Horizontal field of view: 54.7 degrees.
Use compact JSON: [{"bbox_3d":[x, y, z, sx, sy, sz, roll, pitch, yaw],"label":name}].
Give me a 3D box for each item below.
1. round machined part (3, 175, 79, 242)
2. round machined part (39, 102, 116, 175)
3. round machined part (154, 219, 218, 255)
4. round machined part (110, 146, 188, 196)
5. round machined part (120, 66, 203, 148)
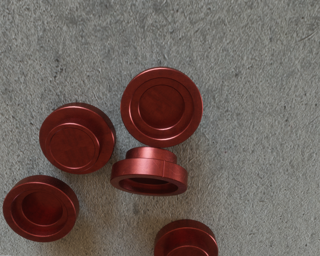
[{"bbox_3d":[-0.163,0.109,0.439,0.099,0.042,0.097,0,110,0],"label":"round machined part"},{"bbox_3d":[-0.109,0.019,0.407,0.099,0.042,0.097,0,110,0],"label":"round machined part"},{"bbox_3d":[0.040,0.192,0.472,0.099,0.042,0.097,0,110,0],"label":"round machined part"},{"bbox_3d":[-0.013,0.056,0.403,0.099,0.042,0.098,4,154,2],"label":"round machined part"},{"bbox_3d":[0.002,-0.028,0.388,0.099,0.042,0.097,0,106,-1],"label":"round machined part"}]
